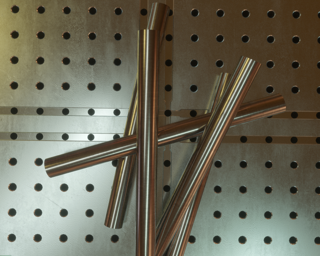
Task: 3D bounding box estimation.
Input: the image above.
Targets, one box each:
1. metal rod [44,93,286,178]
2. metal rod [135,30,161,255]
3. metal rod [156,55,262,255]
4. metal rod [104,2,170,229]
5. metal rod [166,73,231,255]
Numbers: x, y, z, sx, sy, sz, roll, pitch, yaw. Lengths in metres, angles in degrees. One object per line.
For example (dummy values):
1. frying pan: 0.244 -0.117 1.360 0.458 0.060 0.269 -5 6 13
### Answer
1. metal rod: 0.007 0.009 0.387 0.302 0.025 0.025 -16 90 -1
2. metal rod: -0.015 0.040 0.364 0.025 0.025 0.298 1 99 -1
3. metal rod: 0.041 0.057 0.378 0.025 0.025 0.298 24 104 -1
4. metal rod: -0.030 -0.016 0.412 0.025 0.025 0.298 12 90 -1
5. metal rod: 0.049 0.073 0.414 0.025 0.025 0.298 17 90 -1
